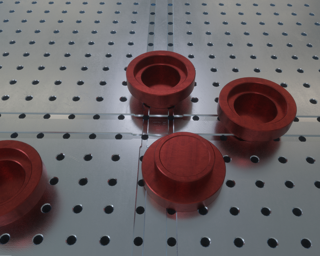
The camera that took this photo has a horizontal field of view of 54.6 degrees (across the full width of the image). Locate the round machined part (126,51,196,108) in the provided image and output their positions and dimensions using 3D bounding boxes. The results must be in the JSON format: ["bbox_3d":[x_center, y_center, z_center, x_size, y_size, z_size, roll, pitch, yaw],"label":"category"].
[{"bbox_3d":[0.001,-0.067,0.453,0.099,0.042,0.098,0,50,0],"label":"round machined part"}]

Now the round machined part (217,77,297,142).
[{"bbox_3d":[0.125,-0.020,0.415,0.099,0.042,0.098,0,50,0],"label":"round machined part"}]

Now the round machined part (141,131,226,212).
[{"bbox_3d":[0.027,0.043,0.361,0.099,0.042,0.098,0,50,0],"label":"round machined part"}]

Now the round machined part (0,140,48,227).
[{"bbox_3d":[-0.174,0.064,0.342,0.099,0.042,0.098,0,50,0],"label":"round machined part"}]
